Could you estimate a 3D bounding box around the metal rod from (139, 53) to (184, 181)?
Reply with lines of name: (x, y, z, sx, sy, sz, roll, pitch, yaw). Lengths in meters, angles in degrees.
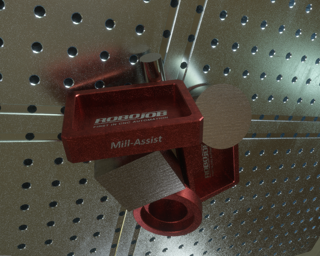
metal rod: (0.015, 0.038, 0.438, 0.025, 0.025, 0.298, -23, 127, -15)

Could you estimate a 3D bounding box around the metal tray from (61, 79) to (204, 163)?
metal tray: (-0.030, -0.012, 0.322, 0.131, 0.090, 0.030, -8, 125, -8)

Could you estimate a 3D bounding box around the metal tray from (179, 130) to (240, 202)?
metal tray: (0.075, 0.051, 0.476, 0.091, 0.030, 0.129, -23, 127, -15)

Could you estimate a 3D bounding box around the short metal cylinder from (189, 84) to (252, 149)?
short metal cylinder: (0.069, -0.016, 0.399, 0.081, 0.050, 0.079, -1, 95, -17)

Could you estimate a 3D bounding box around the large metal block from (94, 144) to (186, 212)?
large metal block: (-0.024, 0.050, 0.384, 0.080, 0.050, 0.080, -25, 130, 9)

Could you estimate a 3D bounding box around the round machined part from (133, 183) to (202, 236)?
round machined part: (0.012, 0.112, 0.454, 0.099, 0.042, 0.097, 4, 128, 5)
